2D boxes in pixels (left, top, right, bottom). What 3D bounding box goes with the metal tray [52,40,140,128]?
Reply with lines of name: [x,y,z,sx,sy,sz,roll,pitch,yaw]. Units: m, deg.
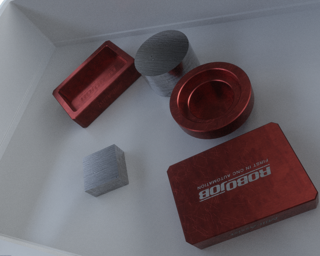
metal tray: [-0.102,-0.073,0.498,0.130,0.030,0.090,-45,51,-3]

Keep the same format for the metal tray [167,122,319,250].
metal tray: [0.080,0.060,0.323,0.130,0.030,0.090,-25,53,12]

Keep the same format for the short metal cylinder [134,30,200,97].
short metal cylinder: [0.011,-0.091,0.438,0.080,0.050,0.080,-13,56,20]

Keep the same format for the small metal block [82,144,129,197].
small metal block: [-0.072,0.056,0.407,0.050,0.025,0.050,-24,53,13]

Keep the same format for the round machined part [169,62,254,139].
round machined part: [0.065,-0.029,0.378,0.098,0.042,0.098,-13,56,20]
